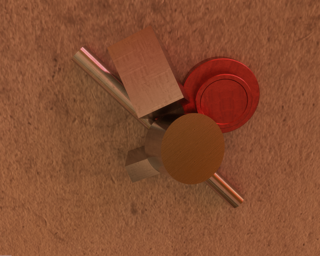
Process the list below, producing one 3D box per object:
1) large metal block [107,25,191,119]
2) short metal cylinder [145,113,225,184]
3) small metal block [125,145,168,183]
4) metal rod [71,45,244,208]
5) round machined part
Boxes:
[{"bbox_3d":[-0.008,-0.057,0.349,0.050,0.080,0.080,-25,86,10],"label":"large metal block"},{"bbox_3d":[0.028,0.022,0.366,0.081,0.050,0.079,-1,93,-23],"label":"short metal cylinder"},{"bbox_3d":[-0.017,0.043,0.414,0.050,0.050,0.025,-20,108,6],"label":"small metal block"},{"bbox_3d":[0.007,0.007,0.414,0.025,0.025,0.300,-43,105,14],"label":"metal rod"},{"bbox_3d":[0.076,-0.038,0.388,0.099,0.042,0.097,0,110,-1],"label":"round machined part"}]
